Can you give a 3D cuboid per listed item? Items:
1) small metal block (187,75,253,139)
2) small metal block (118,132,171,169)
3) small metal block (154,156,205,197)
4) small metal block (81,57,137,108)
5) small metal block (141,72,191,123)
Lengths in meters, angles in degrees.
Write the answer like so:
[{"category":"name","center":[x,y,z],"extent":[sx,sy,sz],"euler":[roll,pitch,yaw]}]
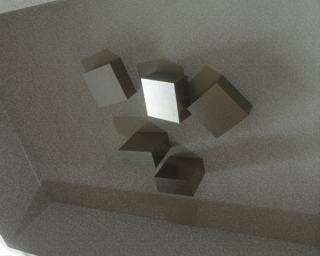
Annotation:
[{"category":"small metal block","center":[0.069,-0.024,0.358],"extent":[0.050,0.025,0.050],"euler":[45,129,-4]},{"category":"small metal block","center":[-0.020,0.029,0.421],"extent":[0.050,0.050,0.025],"euler":[1,119,28]},{"category":"small metal block","center":[0.028,0.063,0.417],"extent":[0.050,0.050,0.025],"euler":[2,119,27]},{"category":"small metal block","center":[-0.067,-0.059,0.408],"extent":[0.050,0.025,0.050],"euler":[-12,112,33]},{"category":"small metal block","center":[0.008,-0.038,0.373],"extent":[0.050,0.025,0.050],"euler":[15,126,39]}]
